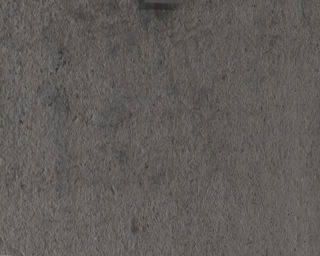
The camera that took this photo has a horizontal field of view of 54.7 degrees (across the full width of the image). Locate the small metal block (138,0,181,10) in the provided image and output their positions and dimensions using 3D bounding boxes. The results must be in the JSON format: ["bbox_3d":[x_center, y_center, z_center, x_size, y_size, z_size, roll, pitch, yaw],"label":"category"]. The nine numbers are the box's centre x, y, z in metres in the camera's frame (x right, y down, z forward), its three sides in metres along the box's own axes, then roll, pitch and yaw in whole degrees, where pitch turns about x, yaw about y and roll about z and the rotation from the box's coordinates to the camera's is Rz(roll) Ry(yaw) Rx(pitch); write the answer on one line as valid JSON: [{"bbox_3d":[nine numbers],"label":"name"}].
[{"bbox_3d":[-0.003,-0.185,0.408,0.050,0.025,0.050,-7,92,-20],"label":"small metal block"}]
